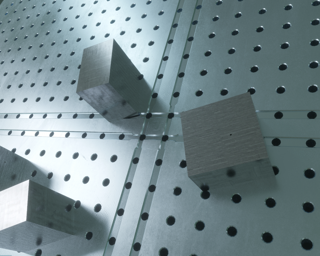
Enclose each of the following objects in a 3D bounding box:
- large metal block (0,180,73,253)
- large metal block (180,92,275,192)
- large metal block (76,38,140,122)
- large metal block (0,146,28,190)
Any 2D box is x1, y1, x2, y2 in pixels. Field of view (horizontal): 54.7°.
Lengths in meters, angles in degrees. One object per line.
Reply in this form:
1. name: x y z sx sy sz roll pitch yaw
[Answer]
1. large metal block: -0.168 0.114 0.389 0.080 0.080 0.050 -23 54 14
2. large metal block: 0.073 0.017 0.343 0.080 0.050 0.080 -17 55 18
3. large metal block: -0.071 -0.067 0.449 0.050 0.080 0.080 -13 56 21
4. large metal block: -0.255 0.072 0.460 0.050 0.080 0.080 -13 57 21
